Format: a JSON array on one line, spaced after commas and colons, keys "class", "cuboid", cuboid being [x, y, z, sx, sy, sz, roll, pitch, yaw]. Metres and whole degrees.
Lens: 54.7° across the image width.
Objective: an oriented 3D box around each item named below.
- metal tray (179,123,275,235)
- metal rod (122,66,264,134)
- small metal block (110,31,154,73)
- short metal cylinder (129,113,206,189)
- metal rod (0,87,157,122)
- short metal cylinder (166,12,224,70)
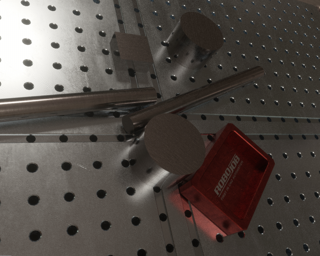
[{"class": "metal tray", "cuboid": [0.095, 0.064, 0.419, 0.090, 0.030, 0.131, 42, 51, 0]}, {"class": "metal rod", "cuboid": [0.070, -0.053, 0.480, 0.302, 0.025, 0.025, -24, 75, -37]}, {"class": "small metal block", "cuboid": [-0.042, -0.110, 0.454, 0.050, 0.025, 0.050, 0, 62, -29]}, {"class": "short metal cylinder", "cuboid": [0.008, 0.029, 0.381, 0.081, 0.050, 0.080, 14, 56, -21]}, {"class": "metal rod", "cuboid": [-0.137, -0.024, 0.349, 0.303, 0.025, 0.025, -9, 67, -33]}, {"class": "short metal cylinder", "cuboid": [0.057, -0.144, 0.513, 0.081, 0.050, 0.080, 14, 56, -21]}]
